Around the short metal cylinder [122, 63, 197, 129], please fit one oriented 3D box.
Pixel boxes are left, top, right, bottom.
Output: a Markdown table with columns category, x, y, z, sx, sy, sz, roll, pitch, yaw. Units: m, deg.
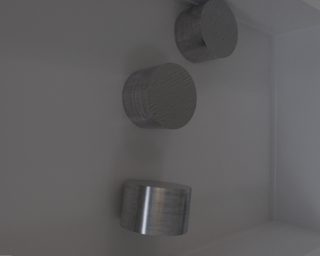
| category | x | y | z | sx | sy | sz | roll | pitch | yaw |
| --- | --- | --- | --- | --- | --- | --- | --- | --- | --- |
| short metal cylinder | 0.000 | -0.038 | 0.390 | 0.081 | 0.050 | 0.080 | 0 | 90 | -40 |

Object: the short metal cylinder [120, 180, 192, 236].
| category | x | y | z | sx | sy | sz | roll | pitch | yaw |
| --- | --- | --- | --- | --- | --- | --- | --- | --- | --- |
| short metal cylinder | -0.005 | 0.091 | 0.367 | 0.081 | 0.080 | 0.050 | 10 | 84 | -40 |

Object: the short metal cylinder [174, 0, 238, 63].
| category | x | y | z | sx | sy | sz | roll | pitch | yaw |
| --- | --- | --- | --- | --- | --- | --- | --- | --- | --- |
| short metal cylinder | 0.067 | -0.137 | 0.446 | 0.081 | 0.050 | 0.080 | 0 | 90 | -40 |
